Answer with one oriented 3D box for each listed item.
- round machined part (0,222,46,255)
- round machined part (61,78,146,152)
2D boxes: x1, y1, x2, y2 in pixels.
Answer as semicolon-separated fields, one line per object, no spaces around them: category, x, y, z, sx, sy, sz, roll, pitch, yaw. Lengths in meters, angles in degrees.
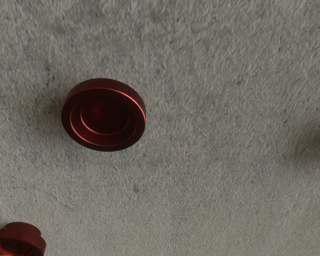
round machined part;-0.260;0.210;0.571;0.099;0.042;0.097;-1;130;0
round machined part;-0.066;-0.020;0.378;0.099;0.042;0.097;-1;130;0
